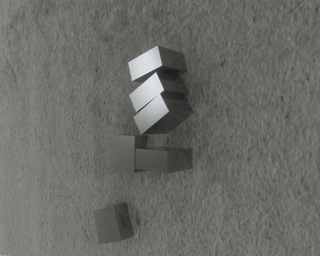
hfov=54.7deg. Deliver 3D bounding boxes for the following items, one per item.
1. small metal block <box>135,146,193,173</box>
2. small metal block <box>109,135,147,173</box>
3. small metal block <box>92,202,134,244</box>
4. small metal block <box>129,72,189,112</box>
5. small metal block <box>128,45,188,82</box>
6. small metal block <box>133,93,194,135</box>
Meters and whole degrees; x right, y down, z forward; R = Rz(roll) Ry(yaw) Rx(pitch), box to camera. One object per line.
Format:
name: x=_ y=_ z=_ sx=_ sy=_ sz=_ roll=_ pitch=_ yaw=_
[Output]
small metal block: x=0.005 y=0.038 z=0.383 sx=0.050 sy=0.050 sz=0.025 roll=2 pitch=91 yaw=39
small metal block: x=-0.045 y=0.035 z=0.440 sx=0.050 sy=0.025 sz=0.050 roll=1 pitch=91 yaw=39
small metal block: x=-0.070 y=0.141 z=0.460 sx=0.050 sy=0.025 sz=0.050 roll=-24 pitch=75 yaw=37
small metal block: x=-0.001 y=-0.042 z=0.388 sx=0.050 sy=0.050 sz=0.025 roll=-35 pitch=69 yaw=34
small metal block: x=-0.003 y=-0.077 z=0.389 sx=0.050 sy=0.050 sz=0.025 roll=-20 pitch=78 yaw=38
small metal block: x=0.005 y=-0.016 z=0.383 sx=0.050 sy=0.050 sz=0.025 roll=-39 pitch=67 yaw=33
